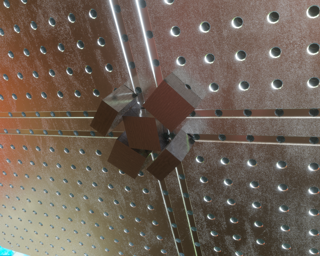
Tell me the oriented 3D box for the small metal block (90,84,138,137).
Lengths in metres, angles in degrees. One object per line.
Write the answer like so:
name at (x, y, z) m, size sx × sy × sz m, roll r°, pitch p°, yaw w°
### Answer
small metal block at (-0.061, -0.023, 0.413) m, size 0.025 × 0.050 × 0.050 m, roll 37°, pitch 130°, yaw 2°

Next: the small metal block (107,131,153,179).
small metal block at (-0.044, 0.040, 0.460) m, size 0.050 × 0.025 × 0.050 m, roll 33°, pitch 128°, yaw 6°

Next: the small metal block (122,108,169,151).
small metal block at (-0.019, 0.002, 0.422) m, size 0.050 × 0.025 × 0.050 m, roll 4°, pitch 119°, yaw 27°

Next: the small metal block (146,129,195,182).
small metal block at (0.015, 0.036, 0.410) m, size 0.025 × 0.050 × 0.050 m, roll 41°, pitch 129°, yaw 1°

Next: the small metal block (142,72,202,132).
small metal block at (0.014, -0.031, 0.385) m, size 0.050 × 0.025 × 0.050 m, roll 42°, pitch 130°, yaw -1°
